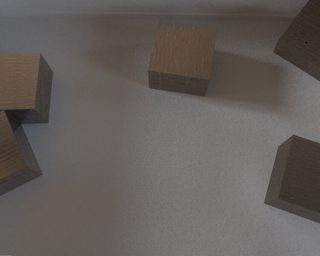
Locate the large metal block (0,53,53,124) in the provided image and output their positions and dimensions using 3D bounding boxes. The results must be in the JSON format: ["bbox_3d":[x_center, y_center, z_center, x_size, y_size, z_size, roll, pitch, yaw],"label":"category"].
[{"bbox_3d":[-0.195,-0.051,0.414,0.081,0.050,0.080,-2,70,-1],"label":"large metal block"}]

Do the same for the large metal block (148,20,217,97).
[{"bbox_3d":[0.031,-0.096,0.431,0.080,0.050,0.080,9,70,3],"label":"large metal block"}]

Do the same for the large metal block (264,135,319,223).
[{"bbox_3d":[0.182,0.064,0.374,0.080,0.050,0.080,19,71,7],"label":"large metal block"}]

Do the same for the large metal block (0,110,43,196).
[{"bbox_3d":[-0.206,0.037,0.381,0.080,0.050,0.080,-27,72,-10],"label":"large metal block"}]

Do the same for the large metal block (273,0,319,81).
[{"bbox_3d":[0.219,-0.124,0.430,0.080,0.050,0.080,38,95,12],"label":"large metal block"}]
